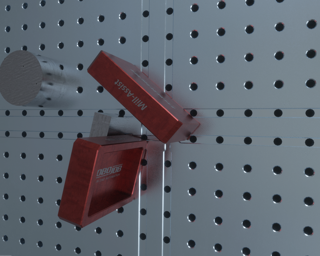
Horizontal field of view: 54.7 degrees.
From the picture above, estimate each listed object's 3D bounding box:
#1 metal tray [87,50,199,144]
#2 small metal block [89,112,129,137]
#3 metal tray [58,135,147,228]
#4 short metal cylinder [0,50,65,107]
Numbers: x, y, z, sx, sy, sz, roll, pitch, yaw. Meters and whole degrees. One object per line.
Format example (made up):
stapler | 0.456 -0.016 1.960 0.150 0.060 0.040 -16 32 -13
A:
metal tray | -0.017 -0.037 0.383 0.130 0.090 0.030 43 104 14
small metal block | -0.071 0.006 0.423 0.025 0.050 0.050 16 95 19
metal tray | -0.063 0.057 0.378 0.030 0.130 0.089 15 95 19
short metal cylinder | -0.192 -0.072 0.465 0.080 0.050 0.079 0 90 19
